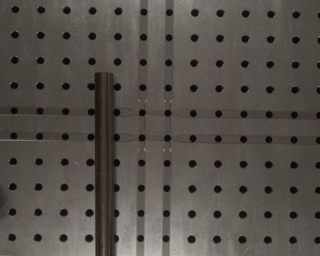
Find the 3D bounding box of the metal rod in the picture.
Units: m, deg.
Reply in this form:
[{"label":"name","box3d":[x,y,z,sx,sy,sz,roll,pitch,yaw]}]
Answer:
[{"label":"metal rod","box3d":[-0.074,0.077,0.412,0.025,0.025,0.298,0,90,-1]}]
